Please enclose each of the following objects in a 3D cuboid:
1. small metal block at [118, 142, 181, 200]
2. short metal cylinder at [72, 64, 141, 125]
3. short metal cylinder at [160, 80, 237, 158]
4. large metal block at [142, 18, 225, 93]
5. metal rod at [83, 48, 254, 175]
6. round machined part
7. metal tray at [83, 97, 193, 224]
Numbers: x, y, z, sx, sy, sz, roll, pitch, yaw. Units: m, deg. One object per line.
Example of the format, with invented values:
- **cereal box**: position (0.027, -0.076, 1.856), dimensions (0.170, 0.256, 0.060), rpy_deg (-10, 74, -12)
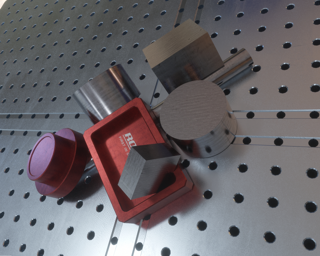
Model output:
- **small metal block**: position (-0.011, 0.045, 0.333), dimensions (0.025, 0.050, 0.050), rpy_deg (40, 120, 37)
- **short metal cylinder**: position (-0.074, -0.046, 0.433), dimensions (0.080, 0.050, 0.080), rpy_deg (-33, 8, 6)
- **short metal cylinder**: position (0.047, -0.010, 0.373), dimensions (0.080, 0.050, 0.080), rpy_deg (-13, 56, 21)
- **large metal block**: position (0.028, -0.097, 0.422), dimensions (0.080, 0.050, 0.080), rpy_deg (-32, 32, 7)
- **metal rod**: position (-0.010, -0.013, 0.424), dimensions (0.300, 0.025, 0.025), rpy_deg (-33, 52, 7)
- **round machined part**: position (-0.147, 0.045, 0.431), dimensions (0.098, 0.042, 0.098), rpy_deg (-22, 54, 35)
- **metal tray**: position (-0.030, 0.038, 0.379), dimensions (0.090, 0.030, 0.130), rpy_deg (-33, 64, 7)
